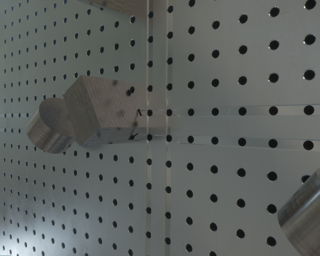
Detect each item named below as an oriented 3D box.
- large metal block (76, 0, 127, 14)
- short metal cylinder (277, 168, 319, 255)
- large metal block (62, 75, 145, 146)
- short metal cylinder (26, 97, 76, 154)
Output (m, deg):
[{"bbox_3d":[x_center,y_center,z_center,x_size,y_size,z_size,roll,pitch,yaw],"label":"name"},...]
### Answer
[{"bbox_3d":[-0.102,-0.211,0.458,0.080,0.081,0.050,28,108,36],"label":"large metal block"},{"bbox_3d":[0.146,0.079,0.253,0.080,0.081,0.050,46,118,30],"label":"short metal cylinder"},{"bbox_3d":[-0.079,-0.023,0.439,0.050,0.081,0.080,-36,68,34],"label":"large metal block"},{"bbox_3d":[-0.173,-0.004,0.516,0.050,0.081,0.080,-43,64,31],"label":"short metal cylinder"}]
